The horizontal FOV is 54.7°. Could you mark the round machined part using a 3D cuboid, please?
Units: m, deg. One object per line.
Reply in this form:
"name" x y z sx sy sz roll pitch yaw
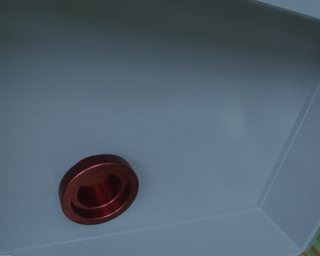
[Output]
"round machined part" -0.081 0.074 0.401 0.099 0.042 0.097 -14 125 -21
